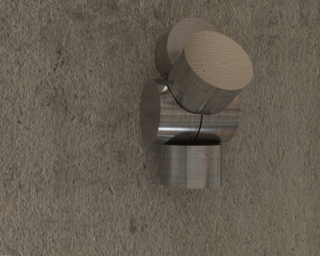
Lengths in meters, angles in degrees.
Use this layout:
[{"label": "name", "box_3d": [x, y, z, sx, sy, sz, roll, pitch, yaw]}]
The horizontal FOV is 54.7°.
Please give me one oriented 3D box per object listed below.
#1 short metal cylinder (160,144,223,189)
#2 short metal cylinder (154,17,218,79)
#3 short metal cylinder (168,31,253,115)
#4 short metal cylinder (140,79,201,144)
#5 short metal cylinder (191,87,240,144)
[{"label": "short metal cylinder", "box_3d": [0.040, 0.045, 0.397, 0.081, 0.080, 0.050, 0, 90, -20]}, {"label": "short metal cylinder", "box_3d": [0.038, -0.099, 0.413, 0.081, 0.050, 0.079, 0, 90, -21]}, {"label": "short metal cylinder", "box_3d": [0.055, -0.061, 0.348, 0.081, 0.050, 0.080, 10, 59, -16]}, {"label": "short metal cylinder", "box_3d": [0.010, -0.020, 0.386, 0.050, 0.080, 0.079, 1, 90, -21]}, {"label": "short metal cylinder", "box_3d": [0.060, -0.019, 0.404, 0.050, 0.080, 0.079, 0, 90, -20]}]
